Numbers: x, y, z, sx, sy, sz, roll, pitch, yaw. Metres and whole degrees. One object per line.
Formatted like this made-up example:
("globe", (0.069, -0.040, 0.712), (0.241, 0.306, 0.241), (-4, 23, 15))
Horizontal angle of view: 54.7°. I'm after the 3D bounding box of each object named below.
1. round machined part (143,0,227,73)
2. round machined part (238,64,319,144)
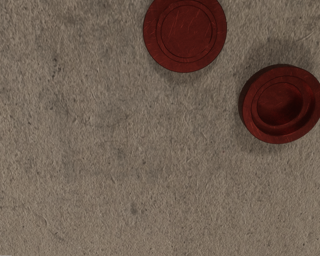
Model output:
("round machined part", (0.029, -0.112, 0.360), (0.099, 0.042, 0.097), (0, 110, -1))
("round machined part", (0.148, -0.032, 0.391), (0.099, 0.042, 0.097), (0, 110, -1))
